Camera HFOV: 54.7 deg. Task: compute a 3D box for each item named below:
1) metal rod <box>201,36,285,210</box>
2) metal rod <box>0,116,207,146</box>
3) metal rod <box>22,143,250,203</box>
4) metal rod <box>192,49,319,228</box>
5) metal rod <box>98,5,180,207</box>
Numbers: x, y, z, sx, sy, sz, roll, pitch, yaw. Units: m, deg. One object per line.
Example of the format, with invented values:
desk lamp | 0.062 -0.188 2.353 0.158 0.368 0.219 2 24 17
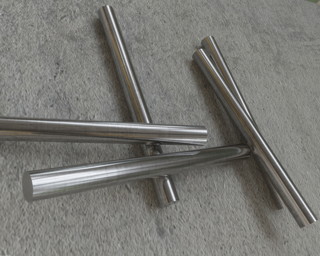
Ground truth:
metal rod | 0.130 -0.021 0.486 0.025 0.025 0.299 -6 65 -31
metal rod | -0.089 0.003 0.332 0.302 0.025 0.025 3 61 -20
metal rod | 0.007 0.041 0.347 0.302 0.025 0.025 -3 63 -42
metal rod | 0.127 0.000 0.452 0.025 0.025 0.299 -11 61 -33
metal rod | -0.035 -0.044 0.411 0.025 0.025 0.299 -6 65 -31
